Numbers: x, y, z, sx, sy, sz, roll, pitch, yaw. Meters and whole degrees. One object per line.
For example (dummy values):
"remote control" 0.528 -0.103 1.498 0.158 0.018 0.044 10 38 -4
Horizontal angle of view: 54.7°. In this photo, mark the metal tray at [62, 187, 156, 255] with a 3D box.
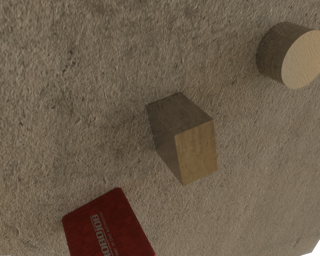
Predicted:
"metal tray" -0.066 0.144 0.392 0.090 0.130 0.030 -27 128 -11

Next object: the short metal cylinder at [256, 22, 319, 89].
"short metal cylinder" 0.182 -0.101 0.428 0.081 0.050 0.079 -14 124 -21

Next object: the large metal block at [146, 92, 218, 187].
"large metal block" 0.028 0.012 0.394 0.050 0.080 0.080 -23 127 -15
